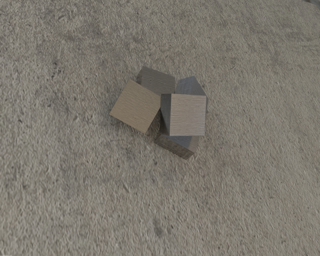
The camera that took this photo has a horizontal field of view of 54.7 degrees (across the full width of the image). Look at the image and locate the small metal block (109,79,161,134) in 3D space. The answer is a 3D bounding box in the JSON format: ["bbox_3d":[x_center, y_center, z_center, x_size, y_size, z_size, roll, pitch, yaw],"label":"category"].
[{"bbox_3d":[-0.030,-0.027,0.392,0.050,0.025,0.050,30,88,-11],"label":"small metal block"}]

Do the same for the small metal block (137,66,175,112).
[{"bbox_3d":[-0.007,-0.053,0.436,0.050,0.025,0.050,16,55,-20],"label":"small metal block"}]

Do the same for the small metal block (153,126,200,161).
[{"bbox_3d":[0.025,0.008,0.416,0.050,0.025,0.050,29,52,-10],"label":"small metal block"}]

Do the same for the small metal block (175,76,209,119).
[{"bbox_3d":[0.044,-0.037,0.439,0.050,0.025,0.050,50,42,-38],"label":"small metal block"}]

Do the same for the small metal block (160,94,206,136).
[{"bbox_3d":[0.029,-0.016,0.386,0.050,0.025,0.050,0,94,-29],"label":"small metal block"}]
